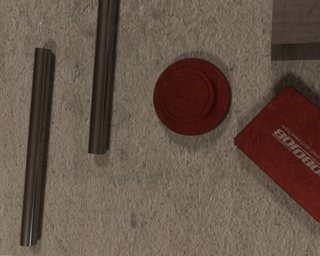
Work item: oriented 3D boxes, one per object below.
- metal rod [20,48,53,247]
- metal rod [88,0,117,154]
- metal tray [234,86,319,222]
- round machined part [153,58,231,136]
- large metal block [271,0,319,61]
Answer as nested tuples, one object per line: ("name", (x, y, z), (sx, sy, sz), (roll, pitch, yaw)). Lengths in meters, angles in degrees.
("metal rod", (-0.190, 0.030, 0.473), (0.025, 0.025, 0.298), (6, 92, 19))
("metal rod", (-0.078, -0.113, 0.435), (0.025, 0.025, 0.298), (5, 92, 19))
("metal tray", (0.162, 0.027, 0.349), (0.130, 0.030, 0.090), (45, 103, 14))
("round machined part", (0.037, -0.039, 0.386), (0.098, 0.042, 0.097), (0, 90, 19))
("large metal block", (0.160, -0.104, 0.324), (0.080, 0.080, 0.050), (3, 91, 19))
